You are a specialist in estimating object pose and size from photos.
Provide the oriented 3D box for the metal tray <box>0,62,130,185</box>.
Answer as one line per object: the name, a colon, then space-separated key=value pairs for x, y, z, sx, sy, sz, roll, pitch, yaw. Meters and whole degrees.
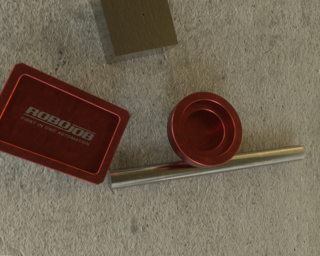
metal tray: x=-0.110 y=-0.002 z=0.339 sx=0.131 sy=0.030 sz=0.090 roll=25 pitch=79 yaw=-21

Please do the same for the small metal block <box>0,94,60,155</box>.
small metal block: x=-0.152 y=-0.004 z=0.353 sx=0.050 sy=0.025 sz=0.050 roll=-40 pitch=103 yaw=-16

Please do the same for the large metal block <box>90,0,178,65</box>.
large metal block: x=-0.033 y=-0.130 z=0.384 sx=0.081 sy=0.050 sz=0.080 roll=-17 pitch=96 yaw=-19

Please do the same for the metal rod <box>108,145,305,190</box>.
metal rod: x=0.078 y=0.052 z=0.438 sx=0.303 sy=0.025 sz=0.025 roll=-5 pitch=92 yaw=-20

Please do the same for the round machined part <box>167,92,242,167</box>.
round machined part: x=0.055 y=0.004 z=0.413 sx=0.099 sy=0.042 sz=0.098 roll=4 pitch=75 yaw=-16
